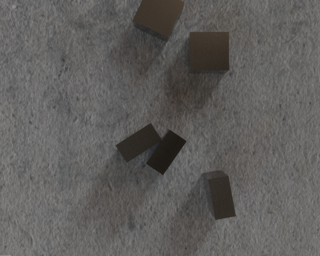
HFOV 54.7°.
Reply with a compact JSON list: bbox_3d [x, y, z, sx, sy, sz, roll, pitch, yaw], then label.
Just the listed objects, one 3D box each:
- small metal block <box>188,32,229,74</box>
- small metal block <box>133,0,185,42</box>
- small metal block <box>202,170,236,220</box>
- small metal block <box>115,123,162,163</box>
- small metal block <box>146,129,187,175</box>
[{"bbox_3d":[0.064,-0.099,0.411,0.050,0.025,0.050,0,90,-1],"label":"small metal block"},{"bbox_3d":[-0.002,-0.150,0.410,0.050,0.025,0.050,25,90,-1],"label":"small metal block"},{"bbox_3d":[0.075,0.084,0.399,0.025,0.050,0.050,-10,90,0],"label":"small metal block"},{"bbox_3d":[-0.026,0.018,0.397,0.050,0.050,0.025,-33,90,0],"label":"small metal block"},{"bbox_3d":[0.008,0.029,0.398,0.025,0.050,0.050,35,90,-1],"label":"small metal block"}]
